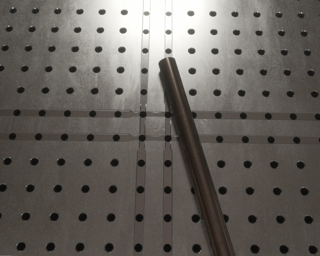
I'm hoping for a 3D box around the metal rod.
[{"bbox_3d":[0.046,0.041,0.397,0.025,0.025,0.299,-13,71,-5],"label":"metal rod"}]
